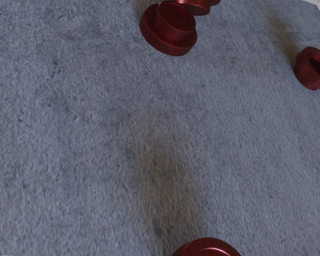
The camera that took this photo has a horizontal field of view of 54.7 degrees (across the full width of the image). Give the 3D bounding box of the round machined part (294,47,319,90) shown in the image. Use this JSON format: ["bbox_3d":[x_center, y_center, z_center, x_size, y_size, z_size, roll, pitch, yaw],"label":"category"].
[{"bbox_3d":[0.318,-0.117,0.639,0.099,0.042,0.098,14,56,-21],"label":"round machined part"}]

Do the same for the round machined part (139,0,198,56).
[{"bbox_3d":[0.020,-0.170,0.509,0.099,0.042,0.098,14,56,-21],"label":"round machined part"}]

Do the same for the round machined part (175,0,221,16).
[{"bbox_3d":[0.057,-0.227,0.541,0.099,0.098,0.042,6,97,-26],"label":"round machined part"}]

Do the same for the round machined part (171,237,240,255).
[{"bbox_3d":[0.046,0.167,0.317,0.099,0.042,0.098,14,56,-21],"label":"round machined part"}]
